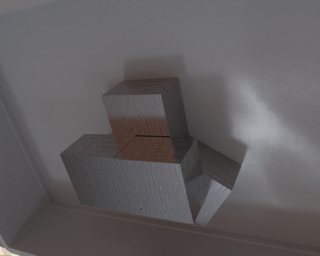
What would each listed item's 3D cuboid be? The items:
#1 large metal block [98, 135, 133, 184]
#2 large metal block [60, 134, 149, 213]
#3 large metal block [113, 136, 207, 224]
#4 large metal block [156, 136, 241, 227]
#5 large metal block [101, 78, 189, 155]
[{"bbox_3d":[-0.048,0.064,0.455,0.080,0.050,0.080,-29,103,37],"label":"large metal block"},{"bbox_3d":[-0.068,0.055,0.396,0.080,0.050,0.080,1,119,28],"label":"large metal block"},{"bbox_3d":[0.003,0.058,0.358,0.080,0.050,0.080,1,119,28],"label":"large metal block"},{"bbox_3d":[0.047,0.070,0.407,0.080,0.050,0.079,30,128,9],"label":"large metal block"},{"bbox_3d":[-0.016,-0.015,0.390,0.080,0.050,0.080,2,119,27],"label":"large metal block"}]
